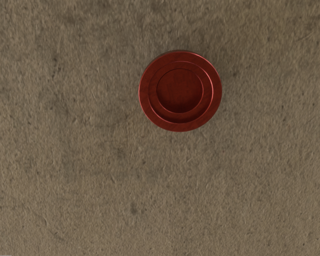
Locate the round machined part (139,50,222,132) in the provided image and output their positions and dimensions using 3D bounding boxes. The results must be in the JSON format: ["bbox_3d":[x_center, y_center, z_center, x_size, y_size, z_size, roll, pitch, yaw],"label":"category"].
[{"bbox_3d":[0.024,-0.048,0.384,0.099,0.042,0.097,0,110,-1],"label":"round machined part"}]
